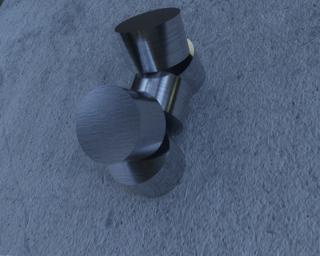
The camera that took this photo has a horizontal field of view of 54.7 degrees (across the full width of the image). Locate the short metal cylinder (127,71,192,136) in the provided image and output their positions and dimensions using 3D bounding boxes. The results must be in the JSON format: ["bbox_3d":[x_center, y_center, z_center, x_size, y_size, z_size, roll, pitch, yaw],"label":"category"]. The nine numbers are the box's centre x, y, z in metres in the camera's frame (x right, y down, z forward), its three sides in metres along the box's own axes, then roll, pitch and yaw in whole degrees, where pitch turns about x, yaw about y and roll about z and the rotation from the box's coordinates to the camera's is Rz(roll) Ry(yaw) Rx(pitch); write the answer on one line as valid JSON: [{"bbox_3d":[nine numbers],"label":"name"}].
[{"bbox_3d":[-0.004,-0.030,0.391,0.080,0.080,0.050,2,63,29],"label":"short metal cylinder"}]

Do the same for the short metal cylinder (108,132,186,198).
[{"bbox_3d":[-0.015,0.039,0.374,0.080,0.050,0.080,-13,56,21],"label":"short metal cylinder"}]

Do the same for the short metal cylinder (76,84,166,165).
[{"bbox_3d":[-0.041,-0.003,0.328,0.080,0.050,0.080,0,89,29],"label":"short metal cylinder"}]

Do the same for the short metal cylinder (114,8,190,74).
[{"bbox_3d":[-0.009,-0.107,0.376,0.080,0.050,0.080,-13,32,9],"label":"short metal cylinder"}]

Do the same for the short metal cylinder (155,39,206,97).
[{"bbox_3d":[0.018,-0.080,0.430,0.080,0.050,0.080,-13,56,21],"label":"short metal cylinder"}]
